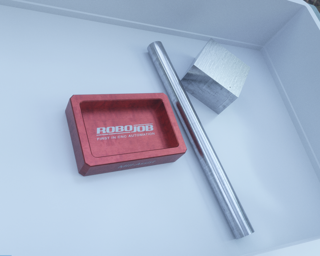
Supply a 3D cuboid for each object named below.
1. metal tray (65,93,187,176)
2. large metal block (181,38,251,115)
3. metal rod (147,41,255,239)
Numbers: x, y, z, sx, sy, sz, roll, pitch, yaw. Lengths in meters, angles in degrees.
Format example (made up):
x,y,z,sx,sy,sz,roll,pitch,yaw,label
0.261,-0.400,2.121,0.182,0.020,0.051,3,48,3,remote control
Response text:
x,y,z,sx,sy,sz,roll,pitch,yaw,label
-0.040,0.003,0.379,0.131,0.030,0.090,-5,64,-31,metal tray
0.086,-0.082,0.488,0.080,0.050,0.080,36,51,-5,large metal block
0.049,0.003,0.431,0.025,0.025,0.299,-11,67,-33,metal rod
